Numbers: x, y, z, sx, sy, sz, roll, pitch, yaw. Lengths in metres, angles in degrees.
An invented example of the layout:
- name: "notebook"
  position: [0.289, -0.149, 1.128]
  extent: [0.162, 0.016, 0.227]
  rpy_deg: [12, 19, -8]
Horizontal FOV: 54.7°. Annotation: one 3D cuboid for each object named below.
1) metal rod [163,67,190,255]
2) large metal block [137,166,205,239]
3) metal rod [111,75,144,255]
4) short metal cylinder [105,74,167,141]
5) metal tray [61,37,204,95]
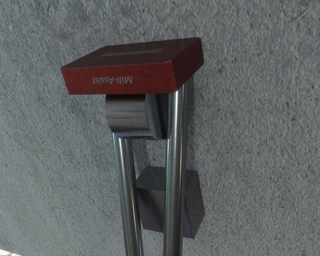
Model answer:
- name: "metal rod"
  position: [0.019, 0.068, 0.379]
  extent: [0.025, 0.025, 0.298]
  rpy_deg: [8, 107, 23]
- name: "large metal block"
  position: [0.014, 0.105, 0.446]
  extent: [0.080, 0.050, 0.079]
  rpy_deg: [2, 119, 27]
- name: "metal rod"
  position: [-0.045, 0.064, 0.411]
  extent: [0.025, 0.025, 0.298]
  rpy_deg: [2, 104, 27]
- name: "short metal cylinder"
  position: [-0.020, -0.026, 0.367]
  extent: [0.050, 0.080, 0.079]
  rpy_deg: [2, 119, 26]
- name: "metal tray"
  position: [-0.028, -0.068, 0.338]
  extent: [0.130, 0.090, 0.030]
  rpy_deg: [2, 120, 26]
